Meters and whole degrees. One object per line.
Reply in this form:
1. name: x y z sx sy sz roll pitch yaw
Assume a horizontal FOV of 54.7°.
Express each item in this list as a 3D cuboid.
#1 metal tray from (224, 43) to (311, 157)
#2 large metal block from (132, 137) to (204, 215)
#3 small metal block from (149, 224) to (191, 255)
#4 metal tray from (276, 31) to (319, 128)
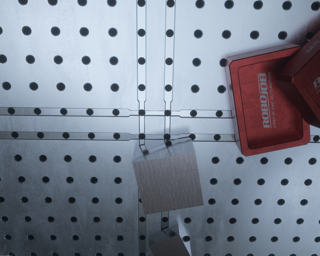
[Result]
1. metal tray: 0.139 -0.034 0.400 0.090 0.030 0.129 -12 110 4
2. large metal block: 0.011 0.065 0.424 0.080 0.050 0.079 -10 110 3
3. small metal block: 0.016 0.185 0.482 0.050 0.025 0.050 -23 109 7
4. metal tray: 0.211 -0.073 0.364 0.130 0.030 0.090 -45 113 0
